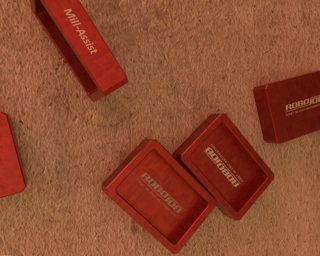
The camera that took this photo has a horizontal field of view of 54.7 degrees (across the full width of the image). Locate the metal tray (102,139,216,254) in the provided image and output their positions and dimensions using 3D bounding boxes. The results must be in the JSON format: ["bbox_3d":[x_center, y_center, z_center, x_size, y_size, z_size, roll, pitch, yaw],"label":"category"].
[{"bbox_3d":[0.001,0.088,0.406,0.130,0.030,0.090,46,76,-14],"label":"metal tray"}]

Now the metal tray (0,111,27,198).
[{"bbox_3d":[-0.219,0.040,0.325,0.131,0.030,0.089,-14,95,-20],"label":"metal tray"}]

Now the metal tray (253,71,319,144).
[{"bbox_3d":[0.216,-0.035,0.486,0.131,0.030,0.089,-16,96,-19],"label":"metal tray"}]

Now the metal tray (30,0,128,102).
[{"bbox_3d":[-0.091,-0.093,0.340,0.030,0.090,0.130,-35,102,-16],"label":"metal tray"}]

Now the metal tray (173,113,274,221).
[{"bbox_3d":[0.093,0.054,0.440,0.090,0.030,0.130,-45,104,-15],"label":"metal tray"}]
